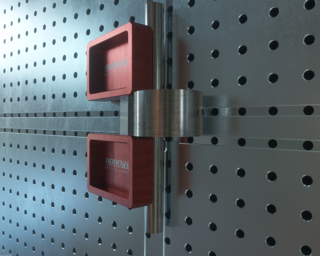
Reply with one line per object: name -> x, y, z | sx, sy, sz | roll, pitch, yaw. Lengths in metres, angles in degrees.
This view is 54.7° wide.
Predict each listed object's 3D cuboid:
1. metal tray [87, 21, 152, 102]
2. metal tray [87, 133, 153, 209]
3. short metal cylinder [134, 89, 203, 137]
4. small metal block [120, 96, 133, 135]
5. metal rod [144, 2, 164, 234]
metal tray -> -0.061, -0.086, 0.434 | 0.130, 0.030, 0.089 | 0, 90, 52
metal tray -> -0.060, 0.053, 0.433 | 0.130, 0.030, 0.089 | 1, 91, 52
short metal cylinder -> 0.010, -0.016, 0.361 | 0.080, 0.081, 0.050 | 0, 90, 40
small metal block -> -0.037, -0.016, 0.421 | 0.050, 0.025, 0.050 | -177, 88, -71
metal rod -> -0.008, -0.013, 0.410 | 0.025, 0.025, 0.298 | 0, 90, 40
